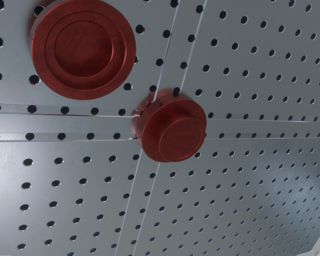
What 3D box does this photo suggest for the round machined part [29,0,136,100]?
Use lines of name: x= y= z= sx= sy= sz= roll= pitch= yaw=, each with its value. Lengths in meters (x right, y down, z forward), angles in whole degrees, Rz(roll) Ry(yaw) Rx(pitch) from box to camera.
round machined part: x=-0.077 y=-0.080 z=0.308 sx=0.099 sy=0.042 sz=0.097 roll=-14 pitch=124 yaw=-21

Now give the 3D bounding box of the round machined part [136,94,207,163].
round machined part: x=0.021 y=0.007 z=0.416 sx=0.099 sy=0.042 sz=0.097 roll=-14 pitch=124 yaw=-21
